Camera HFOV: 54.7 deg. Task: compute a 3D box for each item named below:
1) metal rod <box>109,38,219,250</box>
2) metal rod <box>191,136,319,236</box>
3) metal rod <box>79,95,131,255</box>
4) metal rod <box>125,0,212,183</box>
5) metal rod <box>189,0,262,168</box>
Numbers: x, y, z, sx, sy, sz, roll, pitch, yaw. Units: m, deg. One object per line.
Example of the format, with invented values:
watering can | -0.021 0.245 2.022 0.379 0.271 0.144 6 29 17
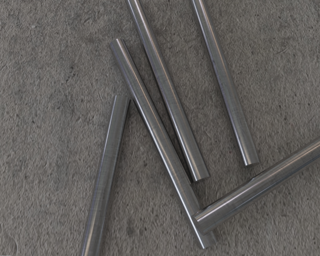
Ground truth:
metal rod | -0.003 0.007 0.405 0.025 0.025 0.299 -22 72 -8
metal rod | 0.171 0.041 0.380 0.302 0.025 0.025 -27 72 -15
metal rod | -0.073 0.100 0.370 0.025 0.025 0.299 8 70 3
metal rod | 0.005 -0.069 0.433 0.025 0.025 0.299 -18 71 -6
metal rod | 0.084 -0.090 0.441 0.025 0.025 0.299 -12 70 -4
